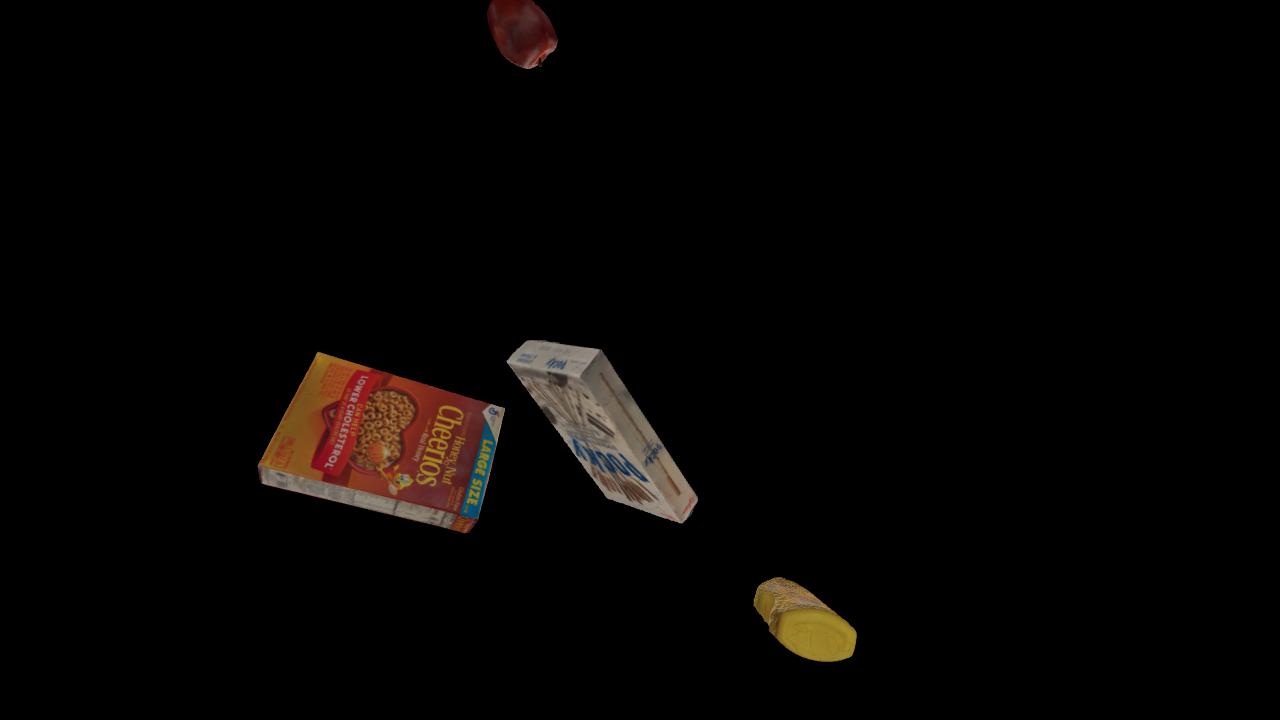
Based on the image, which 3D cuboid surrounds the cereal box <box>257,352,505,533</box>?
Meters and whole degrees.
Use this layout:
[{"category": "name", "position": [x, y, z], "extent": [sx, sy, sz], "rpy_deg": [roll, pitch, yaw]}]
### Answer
[{"category": "cereal box", "position": [-0.379, 0.127, 0.948], "extent": [0.306, 0.203, 0.081], "rpy_deg": [19, -41, -16]}]

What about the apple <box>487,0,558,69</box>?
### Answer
[{"category": "apple", "position": [-0.151, -0.416, 0.781], "extent": [0.079, 0.093, 0.079], "rpy_deg": [-35, 12, 8]}]

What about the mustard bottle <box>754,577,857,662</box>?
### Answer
[{"category": "mustard bottle", "position": [0.187, 0.304, 0.751], "extent": [0.092, 0.054, 0.184], "rpy_deg": [8, -5, -2]}]

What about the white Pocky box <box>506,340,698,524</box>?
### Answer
[{"category": "white Pocky box", "position": [-0.024, 0.052, 0.436], "extent": [0.084, 0.154, 0.028], "rpy_deg": [7, 48, 44]}]
